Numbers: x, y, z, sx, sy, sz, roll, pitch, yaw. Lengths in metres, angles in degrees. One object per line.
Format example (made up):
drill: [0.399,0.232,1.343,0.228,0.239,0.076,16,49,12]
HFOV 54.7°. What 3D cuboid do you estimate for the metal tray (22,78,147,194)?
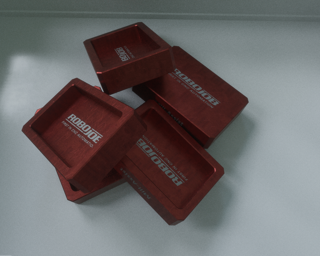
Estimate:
metal tray: [-0.087,0.001,0.337,0.090,0.030,0.130,-48,46,-13]

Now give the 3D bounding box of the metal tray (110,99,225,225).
metal tray: [0.002,0.037,0.370,0.130,0.030,0.090,45,57,7]

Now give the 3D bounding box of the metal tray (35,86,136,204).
metal tray: [-0.093,0.019,0.398,0.091,0.030,0.130,-25,72,-9]

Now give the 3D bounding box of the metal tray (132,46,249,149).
metal tray: [0.039,-0.045,0.411,0.130,0.030,0.090,40,58,13]

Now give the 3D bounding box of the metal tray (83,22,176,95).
metal tray: [-0.045,-0.096,0.404,0.091,0.030,0.130,-22,36,-8]
